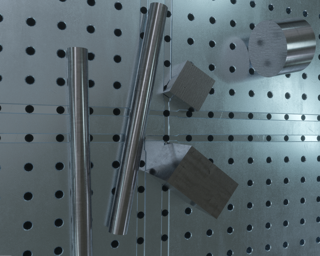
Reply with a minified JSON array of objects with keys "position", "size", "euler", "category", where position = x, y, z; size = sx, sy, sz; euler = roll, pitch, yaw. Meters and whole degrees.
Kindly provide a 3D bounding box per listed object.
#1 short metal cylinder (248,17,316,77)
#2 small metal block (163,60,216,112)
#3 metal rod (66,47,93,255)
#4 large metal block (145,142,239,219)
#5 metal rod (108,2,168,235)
[{"position":[0.175,-0.117,0.450],"size":[0.050,0.080,0.080],"euler":[-13,95,-20],"category":"short metal cylinder"},{"position":[0.040,-0.057,0.429],"size":[0.050,0.025,0.050],"euler":[33,79,-18],"category":"small metal block"},{"position":[-0.097,0.054,0.377],"size":[0.025,0.025,0.298],"euler":[-2,91,-20],"category":"metal rod"},{"position":[0.038,0.064,0.399],"size":[0.080,0.080,0.050],"euler":[39,77,-16],"category":"large metal block"},{"position":[-0.028,-0.015,0.403],"size":[0.025,0.025,0.298],"euler":[11,86,-20],"category":"metal rod"}]
